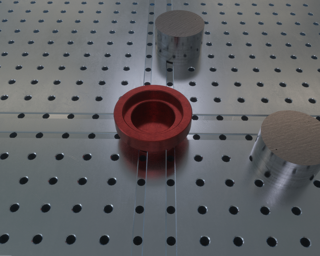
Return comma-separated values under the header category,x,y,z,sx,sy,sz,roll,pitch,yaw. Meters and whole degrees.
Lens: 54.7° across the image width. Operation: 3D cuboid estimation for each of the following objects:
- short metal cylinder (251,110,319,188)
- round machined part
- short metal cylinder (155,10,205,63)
category,x,y,z,sx,sy,sz,roll,pitch,yaw
short metal cylinder,0.156,0.025,0.372,0.081,0.050,0.080,0,50,0
round machined part,-0.009,-0.008,0.403,0.099,0.042,0.098,0,50,0
short metal cylinder,0.032,-0.155,0.522,0.081,0.050,0.080,0,50,0
